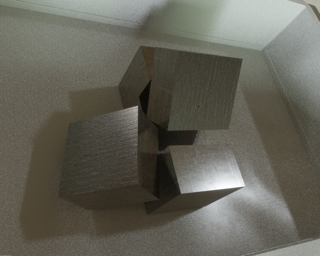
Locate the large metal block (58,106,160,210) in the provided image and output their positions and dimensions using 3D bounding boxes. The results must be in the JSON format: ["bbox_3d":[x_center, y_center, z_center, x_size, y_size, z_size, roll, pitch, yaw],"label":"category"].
[{"bbox_3d":[-0.048,0.032,0.313,0.050,0.080,0.080,51,32,-54],"label":"large metal block"}]

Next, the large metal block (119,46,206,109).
[{"bbox_3d":[0.001,-0.057,0.404,0.081,0.080,0.050,-1,63,-29],"label":"large metal block"}]

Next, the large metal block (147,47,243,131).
[{"bbox_3d":[0.037,-0.043,0.344,0.081,0.079,0.050,-1,17,-29],"label":"large metal block"}]

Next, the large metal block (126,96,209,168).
[{"bbox_3d":[0.009,0.008,0.391,0.081,0.050,0.080,-1,62,-29],"label":"large metal block"}]

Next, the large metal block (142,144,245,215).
[{"bbox_3d":[0.033,0.058,0.351,0.081,0.080,0.050,0,62,-29],"label":"large metal block"}]
